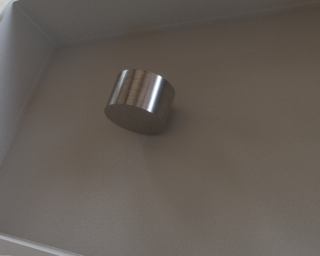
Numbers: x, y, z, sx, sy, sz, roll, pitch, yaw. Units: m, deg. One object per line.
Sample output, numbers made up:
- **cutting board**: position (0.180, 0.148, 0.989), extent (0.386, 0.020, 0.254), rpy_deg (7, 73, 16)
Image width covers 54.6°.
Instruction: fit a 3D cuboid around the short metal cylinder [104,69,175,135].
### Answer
- **short metal cylinder**: position (-0.025, -0.031, 0.400), extent (0.080, 0.080, 0.050), rpy_deg (2, 63, 29)
